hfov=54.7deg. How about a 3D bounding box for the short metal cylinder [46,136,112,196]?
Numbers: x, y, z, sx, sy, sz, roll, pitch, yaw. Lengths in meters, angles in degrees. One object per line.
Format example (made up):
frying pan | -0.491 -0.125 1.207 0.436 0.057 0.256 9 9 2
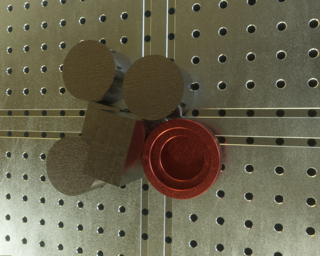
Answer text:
short metal cylinder | -0.111 0.051 0.438 0.080 0.050 0.080 0 90 20

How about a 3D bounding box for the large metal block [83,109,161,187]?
large metal block | -0.046 0.023 0.396 0.050 0.080 0.080 17 96 19

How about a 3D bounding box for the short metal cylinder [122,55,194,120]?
short metal cylinder | -0.001 -0.049 0.399 0.080 0.050 0.080 0 90 20

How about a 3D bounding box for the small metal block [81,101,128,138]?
small metal block | -0.079 -0.008 0.440 0.050 0.025 0.050 16 95 19

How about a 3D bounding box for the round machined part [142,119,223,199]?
round machined part | 0.030 0.037 0.393 0.098 0.042 0.097 0 90 20

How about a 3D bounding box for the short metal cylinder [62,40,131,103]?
short metal cylinder | -0.086 -0.076 0.429 0.080 0.050 0.080 0 90 20
